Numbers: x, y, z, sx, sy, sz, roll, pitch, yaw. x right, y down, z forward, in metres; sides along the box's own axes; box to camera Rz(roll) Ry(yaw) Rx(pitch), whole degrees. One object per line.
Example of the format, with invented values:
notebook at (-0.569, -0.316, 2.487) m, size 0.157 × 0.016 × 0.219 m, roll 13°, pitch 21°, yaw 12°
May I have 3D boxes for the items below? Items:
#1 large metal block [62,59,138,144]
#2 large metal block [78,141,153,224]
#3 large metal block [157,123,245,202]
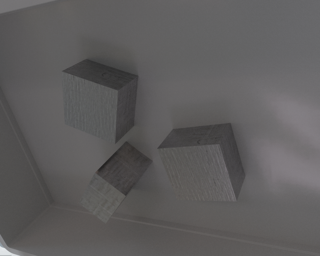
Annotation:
large metal block at (-0.079, -0.036, 0.412) m, size 0.080 × 0.050 × 0.079 m, roll 20°, pitch 126°, yaw 16°
large metal block at (-0.065, 0.079, 0.456) m, size 0.050 × 0.080 × 0.080 m, roll 37°, pitch 129°, yaw 3°
large metal block at (0.054, 0.044, 0.391) m, size 0.080 × 0.050 × 0.080 m, roll -7°, pitch 115°, yaw 31°
